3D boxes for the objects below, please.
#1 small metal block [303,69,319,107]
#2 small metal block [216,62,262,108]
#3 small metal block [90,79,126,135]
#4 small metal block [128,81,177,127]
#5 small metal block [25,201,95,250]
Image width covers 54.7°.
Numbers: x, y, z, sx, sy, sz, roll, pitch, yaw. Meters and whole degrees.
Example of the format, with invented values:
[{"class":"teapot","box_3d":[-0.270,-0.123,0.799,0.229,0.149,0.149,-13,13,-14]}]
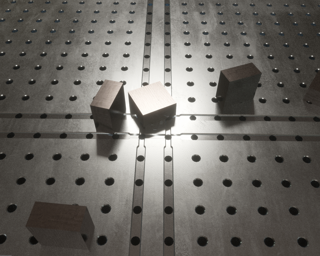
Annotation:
[{"class":"small metal block","box_3d":[0.248,-0.055,0.457,0.050,0.025,0.050,29,55,21]},{"class":"small metal block","box_3d":[0.112,-0.061,0.444,0.050,0.050,0.025,-16,52,-14]},{"class":"small metal block","box_3d":[-0.068,-0.028,0.414,0.025,0.050,0.050,12,51,10]},{"class":"small metal block","box_3d":[-0.011,-0.035,0.437,0.050,0.025,0.050,-21,53,-17]},{"class":"small metal block","box_3d":[-0.096,0.098,0.308,0.050,0.050,0.025,5,50,3]}]
